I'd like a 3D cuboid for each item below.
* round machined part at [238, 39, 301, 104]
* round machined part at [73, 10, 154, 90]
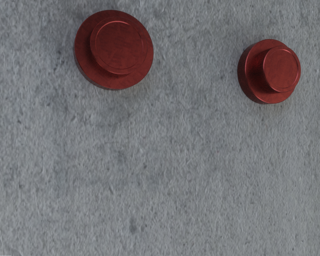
[{"bbox_3d":[0.170,-0.085,0.464,0.099,0.042,0.097,0,90,-21],"label":"round machined part"},{"bbox_3d":[-0.054,-0.097,0.381,0.099,0.042,0.097,0,90,-21],"label":"round machined part"}]
